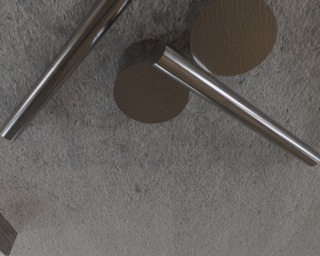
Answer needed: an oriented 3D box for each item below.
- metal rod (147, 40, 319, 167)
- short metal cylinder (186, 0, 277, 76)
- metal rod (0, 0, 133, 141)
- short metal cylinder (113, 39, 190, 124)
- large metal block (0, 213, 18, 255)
[{"bbox_3d":[0.108,-0.012,0.362,0.301,0.025,0.025,27,126,-35],"label":"metal rod"},{"bbox_3d":[0.068,-0.099,0.307,0.081,0.050,0.079,0,130,0],"label":"short metal cylinder"},{"bbox_3d":[-0.098,-0.078,0.339,0.025,0.025,0.299,35,122,-26],"label":"metal rod"},{"bbox_3d":[-0.009,-0.051,0.347,0.081,0.050,0.079,0,130,0],"label":"short metal cylinder"},{"bbox_3d":[-0.318,0.193,0.552,0.080,0.050,0.080,-7,130,5],"label":"large metal block"}]
